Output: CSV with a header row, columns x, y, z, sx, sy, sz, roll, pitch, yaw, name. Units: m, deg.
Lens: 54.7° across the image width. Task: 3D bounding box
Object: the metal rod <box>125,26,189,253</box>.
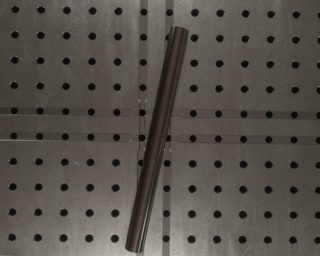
x,y,z,sx,sy,sz,roll,pitch,yaw,name
-0.004,0.015,0.413,0.025,0.025,0.298,12,90,-1,metal rod
